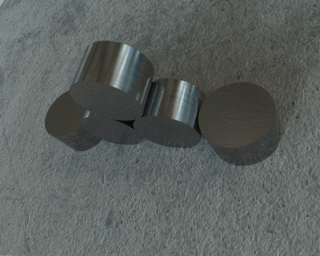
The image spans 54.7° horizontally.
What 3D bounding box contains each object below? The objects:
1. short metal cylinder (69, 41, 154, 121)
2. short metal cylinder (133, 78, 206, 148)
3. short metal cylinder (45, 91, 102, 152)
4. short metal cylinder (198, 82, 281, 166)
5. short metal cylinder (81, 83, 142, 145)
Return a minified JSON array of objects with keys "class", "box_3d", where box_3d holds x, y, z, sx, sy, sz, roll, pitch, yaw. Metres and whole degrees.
[{"class":"short metal cylinder","box_3d":[-0.051,-0.049,0.338,0.080,0.080,0.050,1,63,28]},{"class":"short metal cylinder","box_3d":[0.014,-0.016,0.373,0.080,0.080,0.050,0,61,28]},{"class":"short metal cylinder","box_3d":[-0.121,-0.012,0.460,0.080,0.050,0.080,-13,57,21]},{"class":"short metal cylinder","box_3d":[0.089,-0.004,0.344,0.080,0.050,0.080,-13,57,21]},{"class":"short metal cylinder","box_3d":[-0.057,-0.017,0.411,0.080,0.080,0.050,0,62,28]}]
